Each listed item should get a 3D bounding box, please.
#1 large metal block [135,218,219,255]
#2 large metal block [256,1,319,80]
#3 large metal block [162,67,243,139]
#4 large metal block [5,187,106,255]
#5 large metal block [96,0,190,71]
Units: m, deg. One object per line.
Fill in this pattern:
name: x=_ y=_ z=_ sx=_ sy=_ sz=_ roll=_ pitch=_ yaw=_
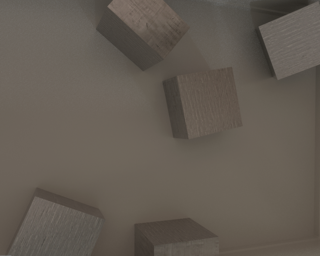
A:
large metal block: x=0.018 y=0.153 z=0.388 sx=0.081 sy=0.080 sz=0.050 roll=0 pitch=90 yaw=-20
large metal block: x=0.193 y=-0.124 z=0.449 sx=0.080 sy=0.050 sz=0.080 roll=-21 pitch=99 yaw=15
large metal block: x=0.057 y=-0.033 z=0.418 sx=0.081 sy=0.050 sz=0.080 roll=-13 pitch=95 yaw=-20
large metal block: x=-0.120 y=0.123 z=0.353 sx=0.080 sy=0.050 sz=0.080 roll=25 pitch=82 yaw=-18
large metal block: x=-0.024 y=-0.120 z=0.372 sx=0.080 sy=0.080 sz=0.050 roll=40 pitch=77 yaw=-16
